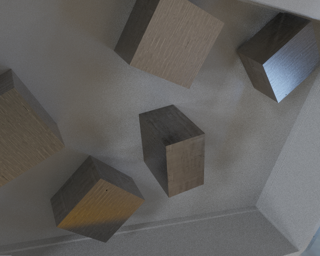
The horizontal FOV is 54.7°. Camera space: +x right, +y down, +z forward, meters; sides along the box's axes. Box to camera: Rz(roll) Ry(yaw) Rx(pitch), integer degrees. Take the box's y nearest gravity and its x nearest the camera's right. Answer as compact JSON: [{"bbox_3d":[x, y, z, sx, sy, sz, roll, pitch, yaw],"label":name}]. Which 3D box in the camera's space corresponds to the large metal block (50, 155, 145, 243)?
[{"bbox_3d":[-0.082,0.095,0.408,0.080,0.050,0.080,-48,129,5],"label":"large metal block"}]

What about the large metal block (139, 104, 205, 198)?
[{"bbox_3d":[0.014,0.027,0.399,0.050,0.080,0.079,-17,126,-19],"label":"large metal block"}]

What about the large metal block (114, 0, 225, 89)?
[{"bbox_3d":[0.009,-0.099,0.338,0.081,0.050,0.080,16,110,-35],"label":"large metal block"}]

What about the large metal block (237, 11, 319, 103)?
[{"bbox_3d":[0.163,-0.095,0.422,0.080,0.050,0.080,-42,133,1],"label":"large metal block"}]

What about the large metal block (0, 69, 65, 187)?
[{"bbox_3d":[-0.156,0.002,0.309,0.080,0.050,0.080,-33,129,-7],"label":"large metal block"}]
